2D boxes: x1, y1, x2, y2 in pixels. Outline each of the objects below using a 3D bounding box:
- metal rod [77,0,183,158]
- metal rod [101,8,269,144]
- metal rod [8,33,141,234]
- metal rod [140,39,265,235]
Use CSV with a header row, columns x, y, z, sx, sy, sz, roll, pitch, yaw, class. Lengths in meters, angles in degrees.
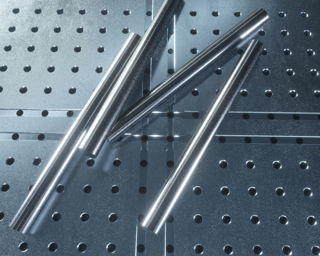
x,y,z,sx,sy,sz,roll,pitch,yaw,class
-0.028,-0.094,0.430,0.025,0.025,0.300,22,66,8,metal rod
0.043,-0.081,0.441,0.301,0.025,0.025,-39,75,-13,metal rod
-0.101,-0.006,0.413,0.025,0.025,0.300,25,72,9,metal rod
0.065,0.000,0.412,0.025,0.025,0.300,29,72,10,metal rod
